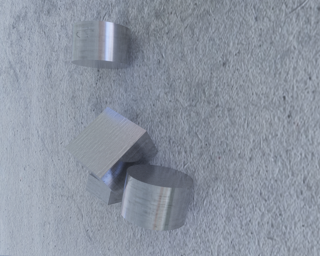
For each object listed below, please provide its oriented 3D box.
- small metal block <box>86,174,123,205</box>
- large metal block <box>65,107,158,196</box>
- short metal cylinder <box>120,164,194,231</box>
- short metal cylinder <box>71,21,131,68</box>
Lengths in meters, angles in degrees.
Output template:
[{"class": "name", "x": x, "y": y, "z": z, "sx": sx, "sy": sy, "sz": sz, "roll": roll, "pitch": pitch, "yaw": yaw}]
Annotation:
[{"class": "small metal block", "x": -0.069, "y": 0.084, "z": 0.446, "sx": 0.050, "sy": 0.050, "sz": 0.025, "roll": 22, "pitch": 104, "yaw": 38}, {"class": "large metal block", "x": -0.064, "y": 0.029, "z": 0.415, "sx": 0.080, "sy": 0.050, "sz": 0.080, "roll": 31, "pitch": 69, "yaw": 36}, {"class": "short metal cylinder", "x": -0.004, "y": 0.080, "z": 0.373, "sx": 0.080, "sy": 0.081, "sz": 0.050, "roll": 17, "pitch": 101, "yaw": 38}, {"class": "short metal cylinder", "x": -0.083, "y": -0.114, "z": 0.437, "sx": 0.080, "sy": 0.081, "sz": 0.050, "roll": 5, "pitch": 93, "yaw": 40}]
